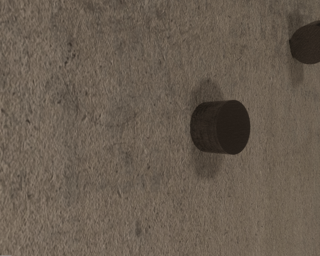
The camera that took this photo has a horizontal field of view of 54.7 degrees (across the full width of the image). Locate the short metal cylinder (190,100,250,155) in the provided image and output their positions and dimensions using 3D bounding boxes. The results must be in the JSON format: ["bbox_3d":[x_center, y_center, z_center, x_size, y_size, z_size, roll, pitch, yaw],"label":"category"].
[{"bbox_3d":[0.092,-0.001,0.468,0.081,0.050,0.079,0,90,-40],"label":"short metal cylinder"}]

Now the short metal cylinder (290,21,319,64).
[{"bbox_3d":[0.320,-0.178,0.641,0.050,0.080,0.080,-29,109,-36],"label":"short metal cylinder"}]
